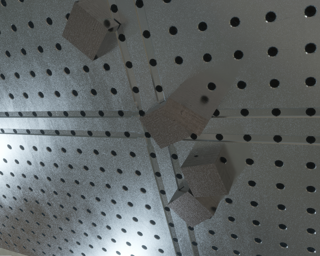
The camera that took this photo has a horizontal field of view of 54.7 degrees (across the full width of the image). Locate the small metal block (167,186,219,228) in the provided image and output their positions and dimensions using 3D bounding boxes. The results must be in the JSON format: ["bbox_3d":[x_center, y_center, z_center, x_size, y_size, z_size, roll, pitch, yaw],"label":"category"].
[{"bbox_3d":[0.048,0.112,0.454,0.050,0.025,0.050,43,129,-2],"label":"small metal block"}]

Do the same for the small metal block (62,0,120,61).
[{"bbox_3d":[-0.086,-0.120,0.380,0.050,0.025,0.050,40,129,0],"label":"small metal block"}]

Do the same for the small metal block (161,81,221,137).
[{"bbox_3d":[0.037,-0.024,0.360,0.050,0.050,0.025,31,128,8],"label":"small metal block"}]

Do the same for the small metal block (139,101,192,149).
[{"bbox_3d":[0.010,-0.007,0.401,0.050,0.025,0.050,-27,104,37],"label":"small metal block"}]

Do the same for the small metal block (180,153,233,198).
[{"bbox_3d":[0.063,0.064,0.417,0.050,0.025,0.050,-13,112,33],"label":"small metal block"}]
